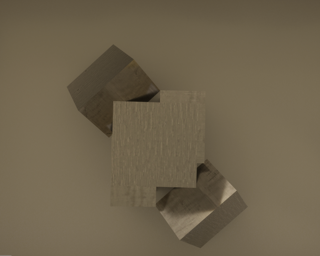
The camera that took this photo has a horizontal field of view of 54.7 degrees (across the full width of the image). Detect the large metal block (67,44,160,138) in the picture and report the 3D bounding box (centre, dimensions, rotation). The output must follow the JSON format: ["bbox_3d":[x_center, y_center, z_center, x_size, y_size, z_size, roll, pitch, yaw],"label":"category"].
[{"bbox_3d":[-0.059,-0.048,0.374,0.080,0.080,0.050,-43,125,0],"label":"large metal block"}]

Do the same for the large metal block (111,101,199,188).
[{"bbox_3d":[-0.005,0.015,0.317,0.081,0.050,0.080,2,90,0],"label":"large metal block"}]

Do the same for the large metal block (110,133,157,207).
[{"bbox_3d":[-0.029,0.047,0.382,0.050,0.080,0.080,1,90,0],"label":"large metal block"}]

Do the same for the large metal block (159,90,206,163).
[{"bbox_3d":[0.024,-0.001,0.381,0.050,0.080,0.080,1,90,0],"label":"large metal block"}]

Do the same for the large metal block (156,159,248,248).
[{"bbox_3d":[0.053,0.094,0.375,0.080,0.080,0.050,-41,55,0],"label":"large metal block"}]
